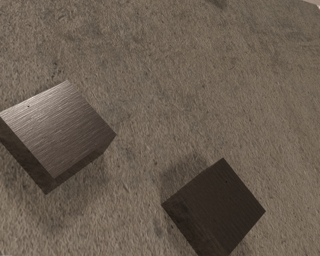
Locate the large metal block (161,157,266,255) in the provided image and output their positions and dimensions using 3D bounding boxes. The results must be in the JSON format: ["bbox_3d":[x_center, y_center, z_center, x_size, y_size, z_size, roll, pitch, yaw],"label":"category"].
[{"bbox_3d":[0.063,0.095,0.366,0.081,0.050,0.080,-30,79,-38],"label":"large metal block"}]

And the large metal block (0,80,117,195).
[{"bbox_3d":[-0.108,0.008,0.325,0.080,0.050,0.080,48,51,5],"label":"large metal block"}]
